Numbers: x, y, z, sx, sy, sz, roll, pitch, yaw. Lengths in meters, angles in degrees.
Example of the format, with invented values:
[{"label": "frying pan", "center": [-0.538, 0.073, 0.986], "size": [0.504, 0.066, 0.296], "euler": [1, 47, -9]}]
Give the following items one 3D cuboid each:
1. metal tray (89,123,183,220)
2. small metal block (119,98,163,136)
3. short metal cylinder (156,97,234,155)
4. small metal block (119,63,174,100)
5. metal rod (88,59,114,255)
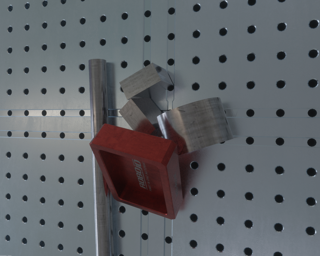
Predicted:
[{"label": "metal tray", "center": [-0.023, 0.056, 0.372], "size": [0.090, 0.129, 0.030], "euler": [14, 52, 19]}, {"label": "small metal block", "center": [-0.018, -0.012, 0.404], "size": [0.025, 0.050, 0.050], "euler": [-45, 76, 23]}, {"label": "short metal cylinder", "center": [0.041, 0.001, 0.369], "size": [0.080, 0.080, 0.050], "euler": [-19, 84, 19]}, {"label": "small metal block", "center": [-0.016, -0.058, 0.405], "size": [0.050, 0.050, 0.025], "euler": [-27, 81, 18]}, {"label": "metal rod", "center": [-0.083, 0.053, 0.441], "size": [0.025, 0.025, 0.298], "euler": [-3, 89, 20]}]
